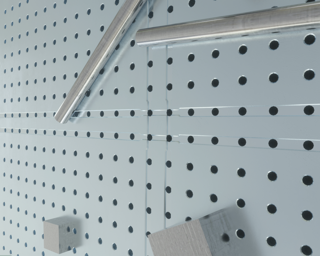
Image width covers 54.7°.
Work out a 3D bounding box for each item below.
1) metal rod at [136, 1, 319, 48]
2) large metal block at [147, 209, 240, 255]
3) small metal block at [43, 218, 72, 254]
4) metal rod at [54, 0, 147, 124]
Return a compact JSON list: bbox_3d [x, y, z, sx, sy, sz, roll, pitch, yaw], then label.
[{"bbox_3d":[0.090,-0.111,0.334,0.300,0.025,0.025,6,94,39],"label":"metal rod"},{"bbox_3d":[0.042,0.149,0.359,0.080,0.050,0.080,-31,71,35],"label":"large metal block"},{"bbox_3d":[-0.187,0.195,0.564,0.050,0.025,0.050,-3,88,40],"label":"small metal block"},{"bbox_3d":[-0.091,-0.115,0.484,0.299,0.025,0.025,-49,61,29],"label":"metal rod"}]
